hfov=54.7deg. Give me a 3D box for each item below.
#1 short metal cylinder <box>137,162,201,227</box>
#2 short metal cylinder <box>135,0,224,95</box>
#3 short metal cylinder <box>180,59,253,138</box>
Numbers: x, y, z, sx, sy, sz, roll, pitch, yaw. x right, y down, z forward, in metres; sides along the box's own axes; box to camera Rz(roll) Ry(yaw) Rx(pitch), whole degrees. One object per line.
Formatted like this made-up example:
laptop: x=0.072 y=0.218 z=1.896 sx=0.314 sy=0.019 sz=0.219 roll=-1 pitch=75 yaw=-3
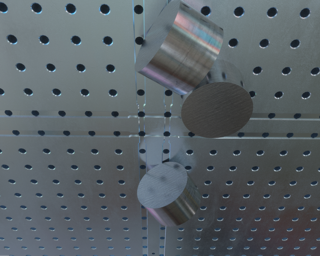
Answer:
short metal cylinder: x=0.014 y=0.097 z=0.459 sx=0.080 sy=0.080 sz=0.050 roll=-21 pitch=127 yaw=16
short metal cylinder: x=0.017 y=-0.080 z=0.308 sx=0.050 sy=0.080 sz=0.080 roll=27 pitch=125 yaw=-21
short metal cylinder: x=0.064 y=-0.034 z=0.367 sx=0.081 sy=0.050 sz=0.079 roll=0 pitch=130 yaw=0
